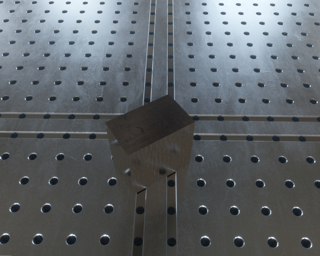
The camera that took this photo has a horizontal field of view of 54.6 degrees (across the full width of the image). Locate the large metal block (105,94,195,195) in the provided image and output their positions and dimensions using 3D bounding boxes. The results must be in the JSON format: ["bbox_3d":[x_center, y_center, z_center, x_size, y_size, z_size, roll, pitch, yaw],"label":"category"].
[{"bbox_3d":[-0.010,0.019,0.356,0.080,0.080,0.050,-26,55,-20],"label":"large metal block"}]
